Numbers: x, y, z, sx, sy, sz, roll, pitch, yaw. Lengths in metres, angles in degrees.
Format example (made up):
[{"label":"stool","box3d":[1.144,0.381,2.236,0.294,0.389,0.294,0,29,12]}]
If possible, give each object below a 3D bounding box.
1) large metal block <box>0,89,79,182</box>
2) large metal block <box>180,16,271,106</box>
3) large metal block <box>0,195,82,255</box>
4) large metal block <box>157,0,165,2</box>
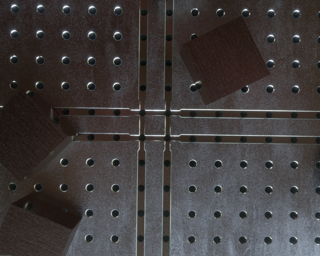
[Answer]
[{"label":"large metal block","box3d":[-0.168,0.009,0.399,0.080,0.050,0.080,-44,91,0]},{"label":"large metal block","box3d":[0.081,-0.084,0.402,0.080,0.050,0.080,-26,90,-1]},{"label":"large metal block","box3d":[-0.159,0.144,0.399,0.080,0.050,0.080,24,90,-1]},{"label":"large metal block","box3d":[0.027,-0.209,0.386,0.080,0.080,0.050,-19,90,0]}]
